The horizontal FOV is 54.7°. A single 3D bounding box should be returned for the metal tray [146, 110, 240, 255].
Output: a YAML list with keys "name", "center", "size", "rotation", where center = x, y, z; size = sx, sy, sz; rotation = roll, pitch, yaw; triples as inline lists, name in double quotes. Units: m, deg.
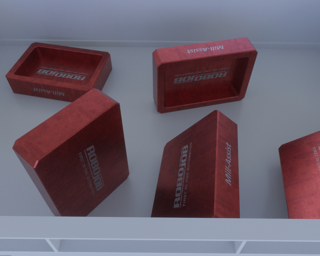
- name: "metal tray"
  center: [0.035, 0.053, 0.313]
  size: [0.030, 0.090, 0.130]
  rotation: [34, 42, -22]

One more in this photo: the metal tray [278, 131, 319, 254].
- name: "metal tray"
  center: [0.173, 0.052, 0.308]
  size: [0.090, 0.030, 0.130]
  rotation: [-26, 24, 29]

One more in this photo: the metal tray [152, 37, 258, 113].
- name: "metal tray"
  center: [0.057, -0.070, 0.422]
  size: [0.131, 0.089, 0.030]
  rotation: [-10, 51, -9]

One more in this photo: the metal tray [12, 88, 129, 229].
- name: "metal tray"
  center: [-0.077, 0.035, 0.306]
  size: [0.030, 0.129, 0.090]
  rotation: [34, 58, 25]

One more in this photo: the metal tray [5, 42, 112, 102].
- name: "metal tray"
  center: [-0.149, -0.085, 0.471]
  size: [0.131, 0.030, 0.090]
  rotation: [10, 51, 7]
